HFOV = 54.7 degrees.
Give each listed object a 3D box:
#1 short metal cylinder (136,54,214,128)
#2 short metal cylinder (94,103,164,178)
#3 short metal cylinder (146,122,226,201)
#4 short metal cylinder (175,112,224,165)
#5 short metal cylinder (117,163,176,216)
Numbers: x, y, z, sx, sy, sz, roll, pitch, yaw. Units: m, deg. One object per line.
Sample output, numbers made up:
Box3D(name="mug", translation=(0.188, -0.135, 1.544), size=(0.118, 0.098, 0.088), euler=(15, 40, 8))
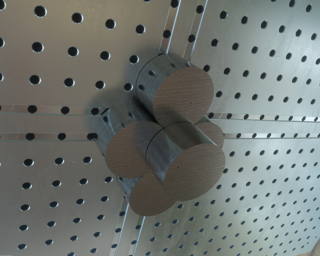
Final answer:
Box3D(name="short metal cylinder", translation=(0.018, -0.044, 0.377), size=(0.081, 0.050, 0.079), euler=(-14, 125, -22))
Box3D(name="short metal cylinder", translation=(-0.036, 0.015, 0.385), size=(0.081, 0.050, 0.079), euler=(-14, 124, -21))
Box3D(name="short metal cylinder", translation=(0.030, 0.040, 0.370), size=(0.081, 0.050, 0.079), euler=(-14, 124, -21))
Box3D(name="short metal cylinder", translation=(0.040, 0.016, 0.426), size=(0.081, 0.050, 0.079), euler=(-14, 124, -21))
Box3D(name="short metal cylinder", translation=(-0.014, 0.075, 0.433), size=(0.081, 0.050, 0.079), euler=(-13, 122, -22))
